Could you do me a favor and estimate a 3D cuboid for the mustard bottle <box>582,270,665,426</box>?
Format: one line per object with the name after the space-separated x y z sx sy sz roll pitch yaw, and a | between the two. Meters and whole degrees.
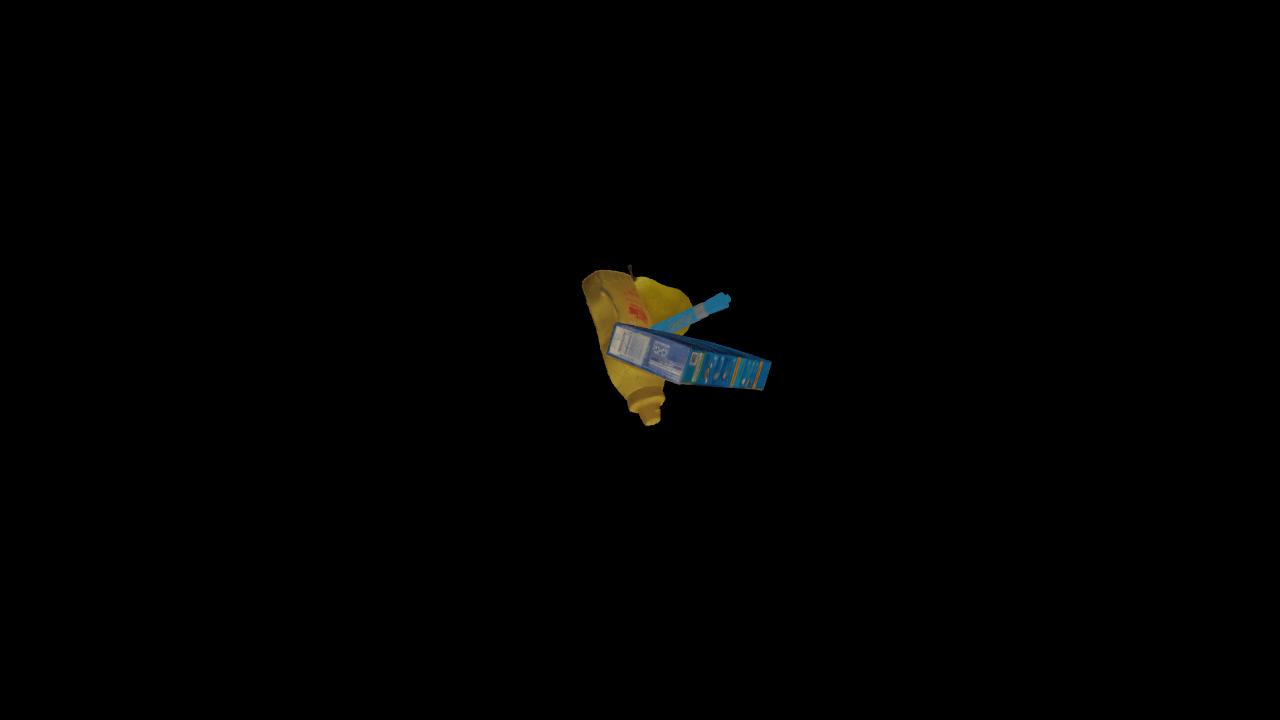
-0.010 -0.011 0.704 0.054 0.184 0.092 -27 -25 24 | mustard bottle

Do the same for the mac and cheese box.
0.057 -0.001 0.639 0.093 0.041 0.184 19 6 35 | mac and cheese box

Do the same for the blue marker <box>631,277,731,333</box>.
0.050 -0.046 0.700 0.121 0.020 0.020 -24 -13 31 | blue marker

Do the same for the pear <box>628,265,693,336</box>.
0.011 -0.067 0.752 0.111 0.080 0.080 38 -22 -32 | pear
